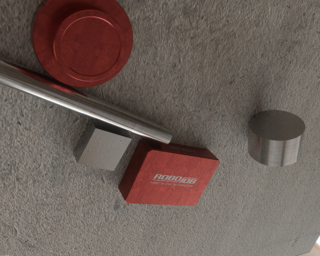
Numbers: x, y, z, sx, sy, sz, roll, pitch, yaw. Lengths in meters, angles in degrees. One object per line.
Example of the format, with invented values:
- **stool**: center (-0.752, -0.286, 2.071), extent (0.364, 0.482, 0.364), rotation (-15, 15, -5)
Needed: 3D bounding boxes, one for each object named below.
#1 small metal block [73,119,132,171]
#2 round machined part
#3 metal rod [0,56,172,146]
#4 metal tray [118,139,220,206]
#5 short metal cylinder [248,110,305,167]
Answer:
- **small metal block**: center (-0.071, 0.022, 0.382), extent (0.050, 0.025, 0.050), rotation (19, 108, -36)
- **round machined part**: center (-0.072, -0.085, 0.305), extent (0.099, 0.042, 0.097), rotation (-14, 125, -21)
- **metal rod**: center (-0.103, -0.035, 0.329), extent (0.302, 0.025, 0.025), rotation (23, 106, -37)
- **metal tray**: center (0.015, 0.069, 0.456), extent (0.131, 0.030, 0.089), rotation (12, 112, -34)
- **short metal cylinder**: center (0.178, 0.014, 0.480), extent (0.081, 0.080, 0.050), rotation (-21, 127, -16)
